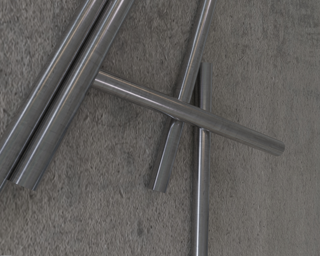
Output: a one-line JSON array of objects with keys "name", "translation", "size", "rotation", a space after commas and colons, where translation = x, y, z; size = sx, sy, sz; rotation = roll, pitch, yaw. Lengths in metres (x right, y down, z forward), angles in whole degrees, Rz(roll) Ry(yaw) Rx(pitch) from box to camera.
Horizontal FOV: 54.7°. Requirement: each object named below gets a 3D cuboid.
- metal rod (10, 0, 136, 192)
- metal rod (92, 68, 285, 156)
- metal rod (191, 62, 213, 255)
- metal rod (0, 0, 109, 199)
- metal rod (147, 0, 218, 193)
[{"name": "metal rod", "translation": [-0.069, -0.078, 0.328], "size": [0.025, 0.025, 0.300], "rotation": [36, 68, -35]}, {"name": "metal rod", "translation": [0.054, -0.013, 0.410], "size": [0.302, 0.025, 0.025], "rotation": [19, 78, -26]}, {"name": "metal rod", "translation": [0.061, 0.054, 0.455], "size": [0.025, 0.025, 0.298], "rotation": [3, 88, -40]}, {"name": "metal rod", "translation": [-0.123, -0.017, 0.301], "size": [0.025, 0.025, 0.300], "rotation": [35, 68, -35]}, {"name": "metal rod", "translation": [0.036, -0.059, 0.433], "size": [0.025, 0.025, 0.299], "rotation": [26, 74, -37]}]
